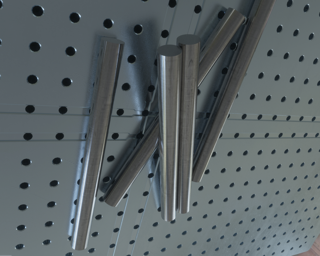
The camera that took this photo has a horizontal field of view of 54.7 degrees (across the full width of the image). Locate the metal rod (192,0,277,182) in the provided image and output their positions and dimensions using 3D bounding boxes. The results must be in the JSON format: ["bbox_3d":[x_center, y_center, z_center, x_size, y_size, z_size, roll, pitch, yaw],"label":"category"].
[{"bbox_3d":[0.096,-0.052,0.433,0.025,0.025,0.298,4,117,-31],"label":"metal rod"}]

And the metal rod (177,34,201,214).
[{"bbox_3d":[0.034,0.020,0.418,0.025,0.025,0.298,-19,134,-18],"label":"metal rod"}]

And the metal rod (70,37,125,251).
[{"bbox_3d":[-0.084,0.038,0.390,0.025,0.025,0.298,0,119,-29],"label":"metal rod"}]

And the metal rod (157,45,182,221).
[{"bbox_3d":[0.012,0.033,0.410,0.025,0.025,0.298,-18,135,-18],"label":"metal rod"}]

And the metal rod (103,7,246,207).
[{"bbox_3d":[0.012,-0.018,0.407,0.025,0.025,0.299,25,105,-37],"label":"metal rod"}]
